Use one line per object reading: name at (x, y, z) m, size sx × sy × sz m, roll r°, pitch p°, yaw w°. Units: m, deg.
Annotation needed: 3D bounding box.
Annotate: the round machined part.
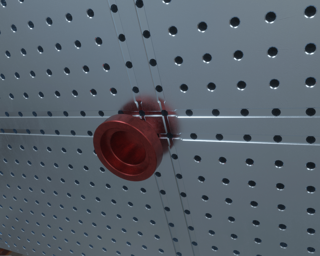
round machined part at (-0.041, 0.023, 0.434) m, size 0.098 × 0.042 × 0.097 m, roll 13°, pitch 124°, yaw 20°
